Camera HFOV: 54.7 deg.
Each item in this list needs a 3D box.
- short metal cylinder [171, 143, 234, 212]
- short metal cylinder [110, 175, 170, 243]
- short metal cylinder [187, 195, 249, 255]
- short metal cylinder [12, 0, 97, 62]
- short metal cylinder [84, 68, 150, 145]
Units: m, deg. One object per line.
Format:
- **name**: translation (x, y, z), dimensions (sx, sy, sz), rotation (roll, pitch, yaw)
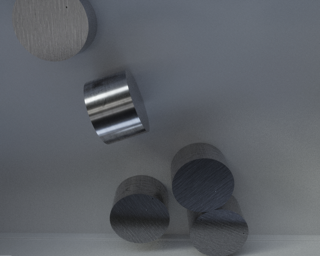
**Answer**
- **short metal cylinder**: translation (0.056, 0.066, 0.423), dimensions (0.081, 0.050, 0.079), rotation (0, 110, 0)
- **short metal cylinder**: translation (-0.027, 0.114, 0.440), dimensions (0.081, 0.050, 0.079), rotation (0, 110, 0)
- **short metal cylinder**: translation (0.081, 0.137, 0.449), dimensions (0.081, 0.050, 0.079), rotation (0, 110, 0)
- **short metal cylinder**: translation (-0.117, -0.120, 0.353), dimensions (0.081, 0.050, 0.079), rotation (0, 110, 0)
- **short metal cylinder**: translation (-0.050, -0.025, 0.372), dimensions (0.050, 0.080, 0.080), rotation (-18, 109, 6)
